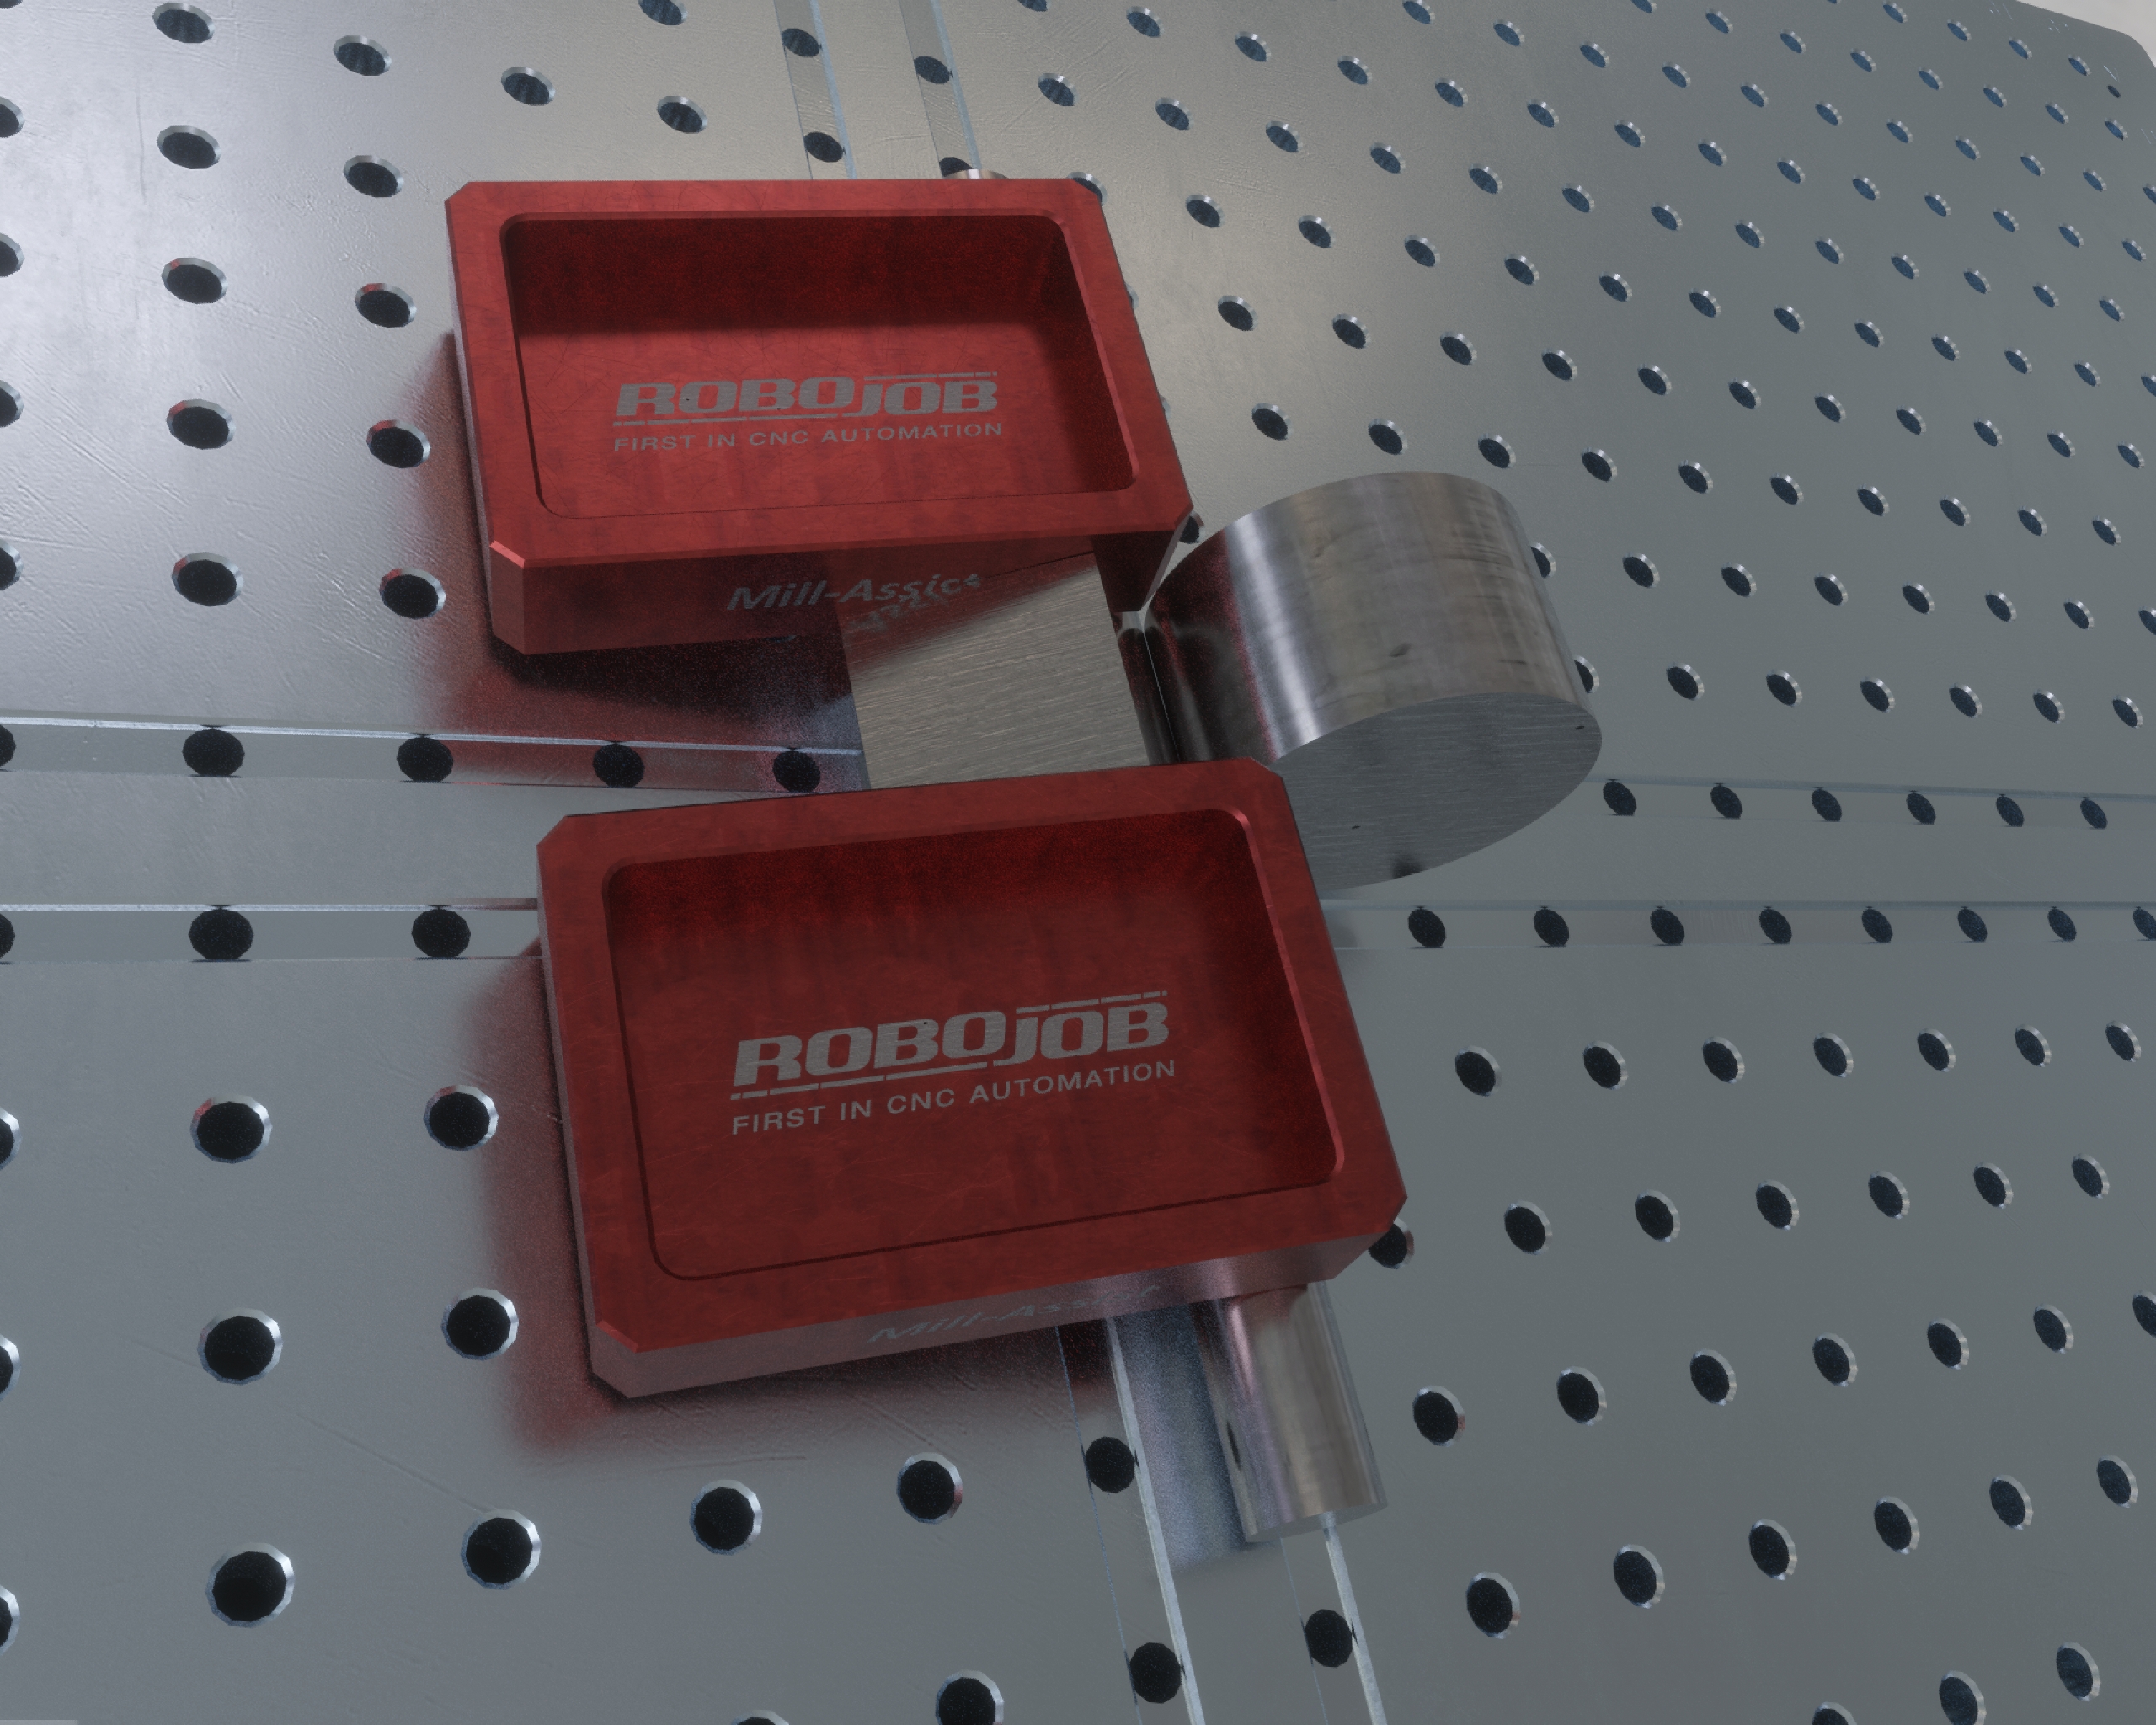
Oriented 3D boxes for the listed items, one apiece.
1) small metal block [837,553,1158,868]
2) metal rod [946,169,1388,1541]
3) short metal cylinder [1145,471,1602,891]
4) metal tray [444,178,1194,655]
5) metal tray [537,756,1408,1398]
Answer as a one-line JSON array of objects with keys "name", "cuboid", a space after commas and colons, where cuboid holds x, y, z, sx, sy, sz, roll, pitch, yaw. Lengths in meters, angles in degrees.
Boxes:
[{"name": "small metal block", "cuboid": [-0.015, -0.026, 0.398, 0.050, 0.025, 0.050, -13, 65, 0]}, {"name": "metal rod", "cuboid": [0.008, -0.019, 0.419, 0.025, 0.025, 0.299, 0, 62, -28]}, {"name": "short metal cylinder", "cuboid": [0.058, -0.034, 0.421, 0.081, 0.080, 0.050, 0, 62, -28]}, {"name": "metal tray", "cuboid": [-0.052, -0.090, 0.410, 0.131, 0.030, 0.090, -6, 64, -17]}, {"name": "metal tray", "cuboid": [-0.020, 0.032, 0.352, 0.131, 0.030, 0.090, -6, 64, -17]}]
